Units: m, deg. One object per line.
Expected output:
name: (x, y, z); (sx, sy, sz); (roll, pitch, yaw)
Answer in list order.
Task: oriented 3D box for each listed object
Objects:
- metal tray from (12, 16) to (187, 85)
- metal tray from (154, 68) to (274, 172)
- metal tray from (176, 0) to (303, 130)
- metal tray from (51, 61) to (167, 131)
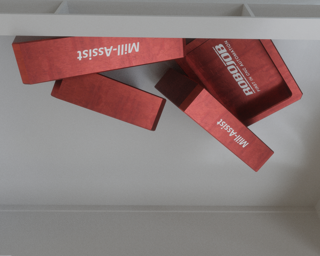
metal tray: (-0.054, -0.074, 0.272); (0.131, 0.090, 0.030); (-13, 115, -17)
metal tray: (0.061, -0.010, 0.355); (0.130, 0.090, 0.030); (37, 96, -27)
metal tray: (0.087, -0.064, 0.345); (0.090, 0.030, 0.130); (-31, 120, 23)
metal tray: (-0.055, -0.034, 0.314); (0.091, 0.130, 0.030); (19, 94, -16)
